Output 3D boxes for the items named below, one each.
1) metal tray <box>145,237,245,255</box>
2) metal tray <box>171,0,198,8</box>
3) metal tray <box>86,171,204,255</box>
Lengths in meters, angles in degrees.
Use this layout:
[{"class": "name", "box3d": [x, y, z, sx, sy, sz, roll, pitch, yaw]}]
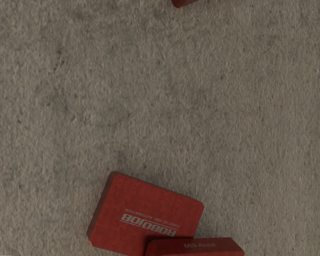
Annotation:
[{"class": "metal tray", "box3d": [0.039, 0.190, 0.401, 0.131, 0.030, 0.089, 9, 104, -27]}, {"class": "metal tray", "box3d": [0.062, -0.234, 0.430, 0.131, 0.030, 0.090, -28, 100, -18]}, {"class": "metal tray", "box3d": [-0.017, 0.119, 0.401, 0.131, 0.030, 0.090, 23, 82, -19]}]
